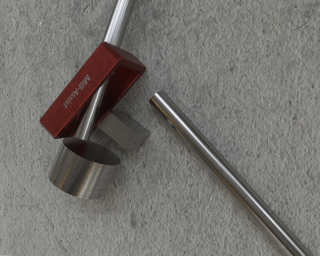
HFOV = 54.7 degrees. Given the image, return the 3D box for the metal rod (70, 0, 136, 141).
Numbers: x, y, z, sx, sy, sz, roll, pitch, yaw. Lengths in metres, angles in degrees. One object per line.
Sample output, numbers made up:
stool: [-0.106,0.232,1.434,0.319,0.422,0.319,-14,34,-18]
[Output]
metal rod: [-0.057,-0.129,0.404,0.025,0.025,0.299,17,86,19]

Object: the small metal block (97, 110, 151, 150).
small metal block: [-0.046,0.002,0.411,0.050,0.050,0.025,39,102,15]

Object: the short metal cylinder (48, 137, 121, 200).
short metal cylinder: [-0.100,0.052,0.414,0.080,0.080,0.050,28,99,17]

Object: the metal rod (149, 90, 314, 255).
metal rod: [0.091,0.069,0.376,0.025,0.025,0.300,-45,77,14]

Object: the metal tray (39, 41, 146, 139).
metal tray: [-0.083,-0.044,0.401,0.030,0.090,0.130,45,104,10]
